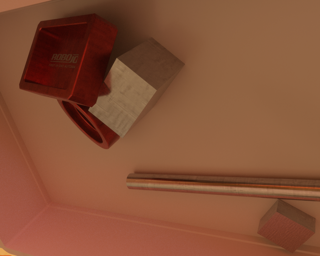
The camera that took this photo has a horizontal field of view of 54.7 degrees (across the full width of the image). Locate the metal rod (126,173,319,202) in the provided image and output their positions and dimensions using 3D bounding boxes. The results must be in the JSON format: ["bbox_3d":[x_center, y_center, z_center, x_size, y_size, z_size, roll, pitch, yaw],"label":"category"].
[{"bbox_3d":[0.086,0.077,0.409,0.300,0.025,0.025,-3,117,29],"label":"metal rod"}]

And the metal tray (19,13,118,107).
[{"bbox_3d":[-0.110,-0.078,0.355,0.130,0.030,0.090,14,87,44],"label":"metal tray"}]

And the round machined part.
[{"bbox_3d":[-0.088,-0.021,0.411,0.098,0.042,0.098,38,158,19],"label":"round machined part"}]

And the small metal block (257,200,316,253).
[{"bbox_3d":[0.163,0.127,0.401,0.050,0.025,0.050,29,128,9],"label":"small metal block"}]

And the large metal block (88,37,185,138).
[{"bbox_3d":[-0.026,-0.047,0.356,0.050,0.080,0.080,39,129,1],"label":"large metal block"}]
